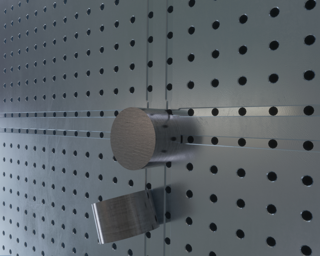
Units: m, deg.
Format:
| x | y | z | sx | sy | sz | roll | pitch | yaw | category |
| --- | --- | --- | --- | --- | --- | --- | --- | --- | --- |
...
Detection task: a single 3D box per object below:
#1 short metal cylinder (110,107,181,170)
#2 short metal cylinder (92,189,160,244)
| x | y | z | sx | sy | sz | roll | pitch | yaw | category |
| --- | --- | --- | --- | --- | --- | --- | --- | --- | --- |
| -0.020 | 0.013 | 0.409 | 0.080 | 0.050 | 0.079 | 0 | 90 | 40 | short metal cylinder |
| -0.046 | 0.116 | 0.411 | 0.080 | 0.081 | 0.050 | -24 | 75 | 37 | short metal cylinder |
